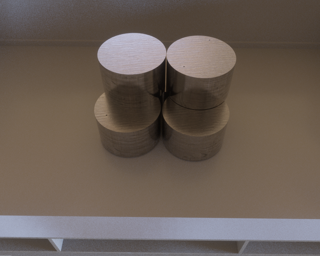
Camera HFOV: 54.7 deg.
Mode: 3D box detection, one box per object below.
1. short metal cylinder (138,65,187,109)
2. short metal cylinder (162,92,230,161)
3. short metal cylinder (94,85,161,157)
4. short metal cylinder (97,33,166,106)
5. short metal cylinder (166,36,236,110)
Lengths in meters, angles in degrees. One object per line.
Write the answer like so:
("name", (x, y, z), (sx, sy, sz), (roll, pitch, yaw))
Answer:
("short metal cylinder", (0.006, -0.061, 0.438), (0.080, 0.050, 0.080), (0, 50, 0))
("short metal cylinder", (0.043, -0.005, 0.391), (0.080, 0.050, 0.080), (0, 50, 0))
("short metal cylinder", (-0.039, -0.010, 0.394), (0.080, 0.050, 0.080), (0, 50, 0))
("short metal cylinder", (-0.033, -0.073, 0.383), (0.080, 0.050, 0.080), (0, 50, 0))
("short metal cylinder", (0.048, -0.068, 0.378), (0.080, 0.050, 0.080), (0, 50, 0))
